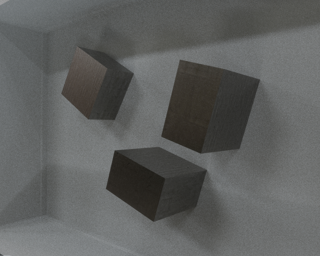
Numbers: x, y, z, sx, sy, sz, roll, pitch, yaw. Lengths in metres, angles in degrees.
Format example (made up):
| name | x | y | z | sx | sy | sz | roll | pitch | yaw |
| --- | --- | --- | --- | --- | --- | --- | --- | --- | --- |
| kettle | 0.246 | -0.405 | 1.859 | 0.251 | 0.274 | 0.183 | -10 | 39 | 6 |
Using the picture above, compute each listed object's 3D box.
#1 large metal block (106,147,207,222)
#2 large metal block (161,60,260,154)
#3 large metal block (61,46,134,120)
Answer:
| name | x | y | z | sx | sy | sz | roll | pitch | yaw |
| --- | --- | --- | --- | --- | --- | --- | --- | --- | --- |
| large metal block | -0.004 | 0.062 | 0.374 | 0.080 | 0.081 | 0.050 | 23 | 105 | 37 |
| large metal block | 0.055 | -0.022 | 0.326 | 0.050 | 0.081 | 0.079 | 22 | 104 | 38 |
| large metal block | -0.097 | -0.067 | 0.471 | 0.080 | 0.050 | 0.079 | 38 | 113 | 33 |
